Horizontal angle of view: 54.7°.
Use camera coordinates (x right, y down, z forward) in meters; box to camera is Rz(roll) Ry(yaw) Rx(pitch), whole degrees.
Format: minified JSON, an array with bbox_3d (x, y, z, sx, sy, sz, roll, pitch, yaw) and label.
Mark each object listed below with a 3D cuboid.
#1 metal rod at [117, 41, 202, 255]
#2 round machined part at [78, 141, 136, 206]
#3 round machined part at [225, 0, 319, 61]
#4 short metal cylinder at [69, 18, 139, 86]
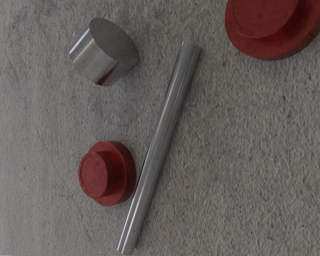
[{"bbox_3d":[-0.006,0.037,0.409,0.025,0.025,0.298,28,108,36],"label":"metal rod"},{"bbox_3d":[-0.085,0.068,0.464,0.098,0.042,0.097,0,90,40],"label":"round machined part"},{"bbox_3d":[0.107,-0.118,0.305,0.098,0.042,0.097,0,90,40],"label":"round machined part"},{"bbox_3d":[-0.077,-0.105,0.433,0.050,0.081,0.080,-37,67,34],"label":"short metal cylinder"}]
